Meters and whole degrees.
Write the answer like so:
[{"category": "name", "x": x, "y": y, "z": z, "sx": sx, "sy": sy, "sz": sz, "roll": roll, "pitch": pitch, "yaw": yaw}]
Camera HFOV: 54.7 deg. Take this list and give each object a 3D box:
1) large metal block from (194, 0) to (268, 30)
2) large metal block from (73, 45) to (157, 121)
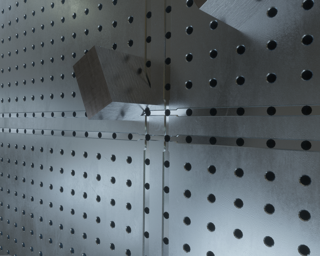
[{"category": "large metal block", "x": 0.077, "y": -0.154, "z": 0.309, "sx": 0.080, "sy": 0.081, "sz": 0.050, "roll": -40, "pitch": 66, "yaw": 32}, {"category": "large metal block", "x": -0.061, "y": -0.057, "z": 0.422, "sx": 0.050, "sy": 0.081, "sz": 0.080, "roll": -31, "pitch": 71, "yaw": 35}]
